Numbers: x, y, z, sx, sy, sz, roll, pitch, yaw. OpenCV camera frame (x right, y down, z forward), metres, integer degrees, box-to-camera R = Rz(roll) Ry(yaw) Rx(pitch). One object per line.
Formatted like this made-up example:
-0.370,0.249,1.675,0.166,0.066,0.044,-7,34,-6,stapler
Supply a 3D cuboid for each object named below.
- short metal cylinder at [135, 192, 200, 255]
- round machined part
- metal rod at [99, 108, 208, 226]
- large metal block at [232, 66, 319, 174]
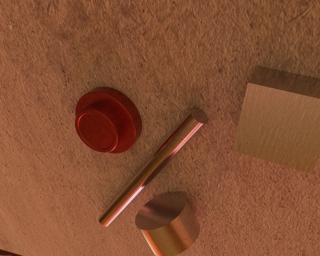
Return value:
0.011,0.138,0.449,0.080,0.080,0.050,-15,111,34,short metal cylinder
-0.078,-0.005,0.432,0.098,0.042,0.097,13,124,20,round machined part
-0.025,0.075,0.465,0.025,0.025,0.298,40,129,1,metal rod
0.127,-0.010,0.317,0.080,0.050,0.079,17,125,18,large metal block
